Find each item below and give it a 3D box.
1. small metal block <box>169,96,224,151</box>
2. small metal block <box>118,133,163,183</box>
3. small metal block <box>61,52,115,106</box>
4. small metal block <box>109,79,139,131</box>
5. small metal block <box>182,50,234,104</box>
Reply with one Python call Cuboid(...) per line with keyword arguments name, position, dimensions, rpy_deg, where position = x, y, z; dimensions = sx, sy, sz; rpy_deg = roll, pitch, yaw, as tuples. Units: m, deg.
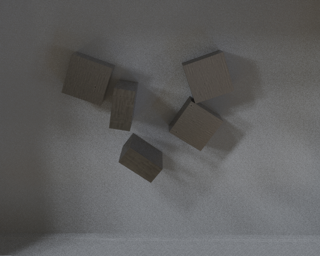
Cuboid(name="small metal block", position=(0.047, -0.006, 0.409), dimensions=(0.050, 0.025, 0.050), rpy_deg=(31, 107, -11))
Cuboid(name="small metal block", position=(-0.024, 0.039, 0.412), dimensions=(0.050, 0.050, 0.025), rpy_deg=(35, 106, -12))
Cuboid(name="small metal block", position=(-0.089, -0.062, 0.388), dimensions=(0.050, 0.025, 0.050), rpy_deg=(19, 109, -7))
Cuboid(name="small metal block", position=(-0.044, -0.029, 0.387), dimensions=(0.025, 0.050, 0.050), rpy_deg=(9, 110, -3))
Cuboid(name="small metal block", position=(0.060, -0.064, 0.388), dimensions=(0.050, 0.025, 0.050), rpy_deg=(-18, 109, 6))
